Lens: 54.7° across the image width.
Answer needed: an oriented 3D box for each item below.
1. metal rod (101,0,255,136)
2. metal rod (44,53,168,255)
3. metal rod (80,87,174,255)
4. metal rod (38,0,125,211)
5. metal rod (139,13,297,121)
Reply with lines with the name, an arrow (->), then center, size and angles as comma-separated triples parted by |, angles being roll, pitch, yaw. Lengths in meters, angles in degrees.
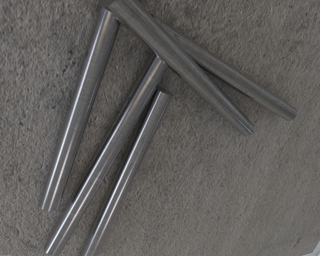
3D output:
metal rod -> 0.047, -0.057, 0.375 | 0.025, 0.025, 0.301 | -50, 135, 7
metal rod -> -0.073, 0.043, 0.393 | 0.025, 0.025, 0.299 | 21, 107, -36
metal rod -> -0.055, 0.083, 0.427 | 0.025, 0.025, 0.298 | 13, 112, -34
metal rod -> -0.084, -0.033, 0.340 | 0.025, 0.025, 0.298 | 10, 113, -33
metal rod -> 0.099, -0.067, 0.419 | 0.302, 0.025, 0.025 | 21, 107, -36
